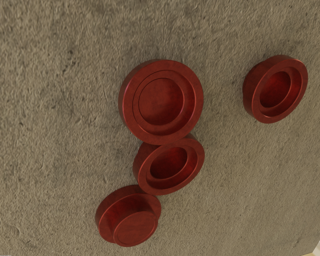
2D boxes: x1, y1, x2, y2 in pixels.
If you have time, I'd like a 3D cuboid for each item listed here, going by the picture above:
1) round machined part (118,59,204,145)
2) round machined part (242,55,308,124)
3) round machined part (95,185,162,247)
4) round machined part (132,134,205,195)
[{"bbox_3d":[-0.002,-0.032,0.365,0.099,0.042,0.097,-7,108,-21],"label":"round machined part"},{"bbox_3d":[0.159,-0.058,0.446,0.099,0.042,0.097,-14,124,-21],"label":"round machined part"},{"bbox_3d":[-0.042,0.135,0.457,0.099,0.042,0.097,-14,124,-21],"label":"round machined part"},{"bbox_3d":[0.008,0.042,0.422,0.099,0.042,0.097,-16,131,-20],"label":"round machined part"}]
